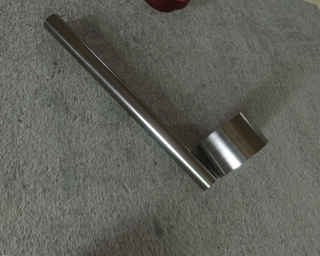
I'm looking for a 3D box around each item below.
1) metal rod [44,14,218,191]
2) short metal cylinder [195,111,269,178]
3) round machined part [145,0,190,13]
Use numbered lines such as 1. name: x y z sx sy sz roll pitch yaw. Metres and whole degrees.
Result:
1. metal rod: -0.040 -0.036 0.404 0.300 0.025 0.025 46 51 3
2. short metal cylinder: 0.094 0.022 0.408 0.081 0.080 0.050 -30 79 -38
3. round machined part: 0.006 -0.244 0.547 0.099 0.042 0.098 14 56 -21
